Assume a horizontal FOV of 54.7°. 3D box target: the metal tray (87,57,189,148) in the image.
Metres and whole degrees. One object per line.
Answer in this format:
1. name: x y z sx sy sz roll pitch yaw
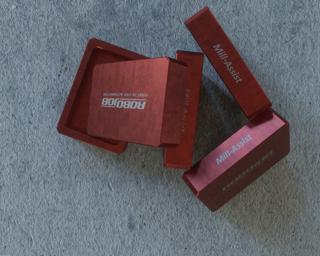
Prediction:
1. metal tray: -0.031 -0.030 0.354 0.130 0.030 0.089 7 90 44

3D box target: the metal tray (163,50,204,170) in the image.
1. metal tray: 0.026 -0.020 0.379 0.030 0.090 0.129 6 91 0

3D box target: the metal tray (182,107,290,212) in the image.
1. metal tray: 0.098 0.043 0.380 0.130 0.090 0.030 -38 55 0

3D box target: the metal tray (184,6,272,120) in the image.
1. metal tray: 0.082 -0.076 0.377 0.030 0.090 0.130 -33 90 14

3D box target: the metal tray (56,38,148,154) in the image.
1. metal tray: -0.069 -0.041 0.408 0.090 0.030 0.129 20 90 -1
